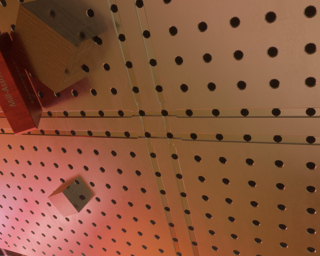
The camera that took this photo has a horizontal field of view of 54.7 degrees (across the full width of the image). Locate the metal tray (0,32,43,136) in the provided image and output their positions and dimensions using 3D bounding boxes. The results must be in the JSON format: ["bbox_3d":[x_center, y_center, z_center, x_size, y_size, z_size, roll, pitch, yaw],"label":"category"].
[{"bbox_3d":[-0.210,-0.065,0.438,0.030,0.090,0.129,-19,115,-8],"label":"metal tray"}]

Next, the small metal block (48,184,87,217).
[{"bbox_3d":[-0.176,0.138,0.586,0.050,0.025,0.050,-24,106,36],"label":"small metal block"}]

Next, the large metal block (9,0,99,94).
[{"bbox_3d":[-0.138,-0.106,0.400,0.080,0.050,0.080,38,129,2],"label":"large metal block"}]
